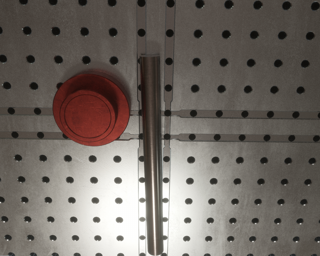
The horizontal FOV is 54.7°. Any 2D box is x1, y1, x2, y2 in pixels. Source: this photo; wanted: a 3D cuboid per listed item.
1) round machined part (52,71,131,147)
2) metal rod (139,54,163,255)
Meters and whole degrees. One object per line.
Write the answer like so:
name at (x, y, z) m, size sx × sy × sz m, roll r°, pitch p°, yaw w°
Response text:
round machined part at (-0.088, -0.020, 0.396) m, size 0.099 × 0.042 × 0.097 m, roll 0°, pitch 110°, yaw -1°
metal rod at (-0.010, 0.051, 0.432) m, size 0.025 × 0.025 × 0.298 m, roll -1°, pitch 110°, yaw 0°
